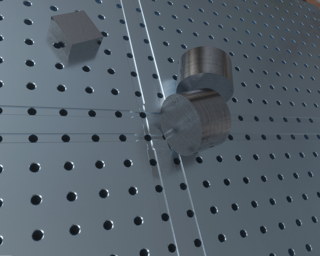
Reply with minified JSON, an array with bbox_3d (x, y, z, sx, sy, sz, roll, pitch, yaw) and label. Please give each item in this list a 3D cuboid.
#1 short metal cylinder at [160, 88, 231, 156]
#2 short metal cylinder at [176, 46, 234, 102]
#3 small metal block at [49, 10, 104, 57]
[{"bbox_3d":[0.045,-0.009,0.402,0.050,0.080,0.080,-15,70,-34],"label":"short metal cylinder"},{"bbox_3d":[0.065,-0.072,0.452,0.081,0.080,0.050,17,55,-19],"label":"short metal cylinder"},{"bbox_3d":[-0.115,-0.130,0.426,0.050,0.025,0.050,-29,78,-38],"label":"small metal block"}]
